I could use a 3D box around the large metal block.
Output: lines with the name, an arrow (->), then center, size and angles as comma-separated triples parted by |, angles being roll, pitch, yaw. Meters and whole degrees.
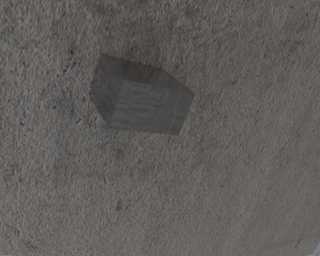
large metal block -> -0.023, -0.036, 0.336 | 0.081, 0.080, 0.050 | 7, 115, -32
